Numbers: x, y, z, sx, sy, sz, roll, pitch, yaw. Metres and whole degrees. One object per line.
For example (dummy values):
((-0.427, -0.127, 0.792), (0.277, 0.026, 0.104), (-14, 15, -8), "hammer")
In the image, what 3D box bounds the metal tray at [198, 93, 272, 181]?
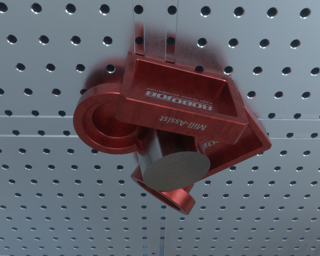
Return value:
((0.072, 0.019, 0.425), (0.130, 0.030, 0.090), (-29, 125, 22), "metal tray")

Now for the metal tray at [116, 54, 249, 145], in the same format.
((0.023, -0.034, 0.340), (0.131, 0.090, 0.030), (12, 129, -11), "metal tray")

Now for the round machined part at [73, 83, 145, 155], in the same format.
((-0.054, -0.015, 0.387), (0.099, 0.042, 0.097), (-1, 130, 0), "round machined part")

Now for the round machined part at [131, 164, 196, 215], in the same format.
((0.010, 0.080, 0.446), (0.098, 0.042, 0.098), (31, 164, 11), "round machined part")

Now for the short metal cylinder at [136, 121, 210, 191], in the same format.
((0.015, 0.033, 0.375), (0.081, 0.050, 0.080), (-9, 140, -8), "short metal cylinder")
